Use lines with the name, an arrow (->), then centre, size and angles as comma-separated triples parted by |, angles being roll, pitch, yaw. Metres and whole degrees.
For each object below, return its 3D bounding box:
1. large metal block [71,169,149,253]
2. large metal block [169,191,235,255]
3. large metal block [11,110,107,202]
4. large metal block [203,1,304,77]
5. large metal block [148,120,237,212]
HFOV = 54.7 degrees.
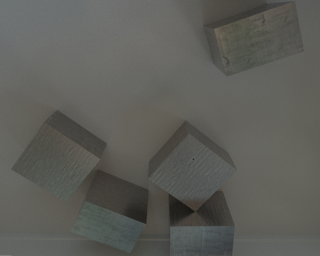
large metal block -> -0.064, 0.110, 0.422 | 0.080, 0.080, 0.050 | 24, 108, -9
large metal block -> 0.053, 0.131, 0.431 | 0.081, 0.080, 0.050 | 0, 110, 0
large metal block -> -0.131, 0.037, 0.410 | 0.080, 0.050, 0.080 | 36, 106, -13
large metal block -> 0.099, -0.101, 0.345 | 0.080, 0.080, 0.050 | -18, 109, 6
large metal block -> 0.041, 0.051, 0.417 | 0.080, 0.050, 0.080 | 37, 106, -13
